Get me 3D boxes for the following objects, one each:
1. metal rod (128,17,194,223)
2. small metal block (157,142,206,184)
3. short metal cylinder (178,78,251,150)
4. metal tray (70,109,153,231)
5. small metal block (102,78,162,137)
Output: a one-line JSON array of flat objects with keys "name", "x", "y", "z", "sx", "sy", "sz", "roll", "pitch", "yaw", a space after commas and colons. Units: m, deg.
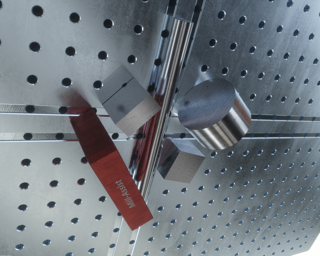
[{"name": "metal rod", "x": -0.008, "y": 0.008, "z": 0.413, "sx": 0.025, "sy": 0.025, "sz": 0.298, "roll": 0, "pitch": 119, "yaw": -29}, {"name": "small metal block", "x": 0.032, "y": 0.053, "z": 0.464, "sx": 0.050, "sy": 0.025, "sz": 0.050, "roll": 16, "pitch": 110, "yaw": -35}, {"name": "short metal cylinder", "x": 0.071, "y": -0.018, "z": 0.405, "sx": 0.080, "sy": 0.080, "sz": 0.050, "roll": -44, "pitch": 130, "yaw": 2}, {"name": "metal tray", "x": -0.057, "y": 0.051, "z": 0.370, "sx": 0.030, "sy": 0.090, "sz": 0.129, "roll": -29, "pitch": 129, "yaw": -10}, {"name": "small metal block", "x": -0.034, "y": -0.025, "z": 0.361, "sx": 0.050, "sy": 0.050, "sz": 0.025, "roll": -41, "pitch": 130, "yaw": 0}]
